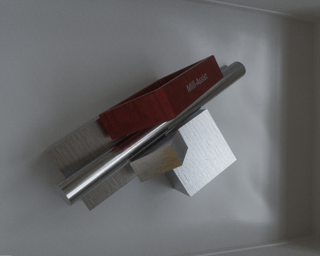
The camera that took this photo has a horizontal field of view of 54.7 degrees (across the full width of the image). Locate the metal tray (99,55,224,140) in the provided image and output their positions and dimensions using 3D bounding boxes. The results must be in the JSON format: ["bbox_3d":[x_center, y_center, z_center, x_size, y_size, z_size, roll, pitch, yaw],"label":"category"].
[{"bbox_3d":[0.006,-0.037,0.349,0.131,0.090,0.030,-40,107,-49],"label":"metal tray"}]

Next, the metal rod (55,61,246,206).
[{"bbox_3d":[0.011,-0.011,0.375,0.302,0.025,0.025,-36,102,-32],"label":"metal rod"}]

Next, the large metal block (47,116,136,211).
[{"bbox_3d":[-0.075,0.036,0.367,0.080,0.050,0.080,-35,102,-17],"label":"large metal block"}]

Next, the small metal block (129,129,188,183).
[{"bbox_3d":[0.000,0.030,0.345,0.050,0.050,0.025,-25,101,19],"label":"small metal block"}]

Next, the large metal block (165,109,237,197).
[{"bbox_3d":[0.040,0.031,0.412,0.080,0.050,0.080,-35,102,-17],"label":"large metal block"}]
